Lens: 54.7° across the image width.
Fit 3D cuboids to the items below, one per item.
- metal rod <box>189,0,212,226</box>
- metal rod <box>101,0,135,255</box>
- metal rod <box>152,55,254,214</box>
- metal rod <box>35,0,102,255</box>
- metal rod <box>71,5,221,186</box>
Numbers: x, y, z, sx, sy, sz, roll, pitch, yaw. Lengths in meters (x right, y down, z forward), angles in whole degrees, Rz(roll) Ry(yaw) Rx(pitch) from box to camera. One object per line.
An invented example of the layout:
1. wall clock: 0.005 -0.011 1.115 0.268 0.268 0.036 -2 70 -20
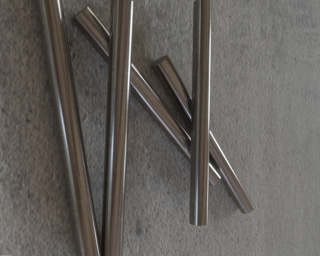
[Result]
1. metal rod: 0.055 -0.021 0.419 0.025 0.025 0.298 2 89 -40
2. metal rod: -0.048 0.013 0.345 0.025 0.025 0.298 -1 97 -40
3. metal rod: 0.075 0.024 0.470 0.025 0.025 0.299 -49 119 -29
4. metal rod: -0.095 0.005 0.326 0.025 0.025 0.298 -13 98 -40
5. metal rod: -0.002 -0.023 0.404 0.300 0.025 0.025 50 60 -28
